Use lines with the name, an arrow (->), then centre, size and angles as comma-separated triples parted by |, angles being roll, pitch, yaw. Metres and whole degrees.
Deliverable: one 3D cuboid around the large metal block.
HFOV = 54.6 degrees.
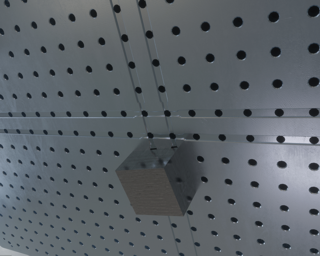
large metal block -> -0.005, 0.078, 0.446 | 0.080, 0.050, 0.080 | -8, 115, 31
